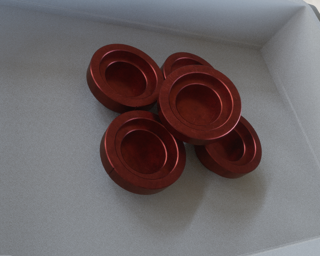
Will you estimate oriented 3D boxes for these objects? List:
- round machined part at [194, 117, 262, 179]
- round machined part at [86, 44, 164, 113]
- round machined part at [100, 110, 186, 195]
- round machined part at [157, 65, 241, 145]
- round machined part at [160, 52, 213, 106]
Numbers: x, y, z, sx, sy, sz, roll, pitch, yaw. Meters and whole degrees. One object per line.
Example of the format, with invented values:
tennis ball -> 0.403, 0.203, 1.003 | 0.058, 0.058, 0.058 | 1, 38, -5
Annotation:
round machined part -> 0.087, 0.024, 0.427 | 0.099, 0.042, 0.098 | 14, 56, -21
round machined part -> -0.047, -0.058, 0.404 | 0.099, 0.042, 0.098 | 14, 56, -21
round machined part -> -0.023, 0.031, 0.363 | 0.099, 0.042, 0.098 | 14, 56, -21
round machined part -> 0.045, -0.025, 0.379 | 0.099, 0.042, 0.098 | 3, 68, -8
round machined part -> 0.041, -0.059, 0.453 | 0.099, 0.042, 0.098 | 14, 56, -21
